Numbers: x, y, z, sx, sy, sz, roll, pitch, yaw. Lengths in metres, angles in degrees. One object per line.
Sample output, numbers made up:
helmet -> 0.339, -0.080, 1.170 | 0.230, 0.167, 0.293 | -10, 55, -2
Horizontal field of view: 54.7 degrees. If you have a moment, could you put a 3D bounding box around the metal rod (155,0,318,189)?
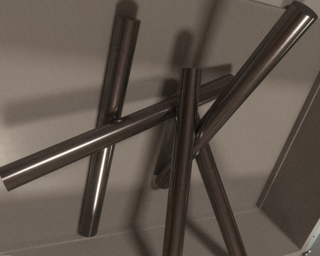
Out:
metal rod -> 0.063, -0.009, 0.362 | 0.025, 0.025, 0.298 | 1, 143, -29

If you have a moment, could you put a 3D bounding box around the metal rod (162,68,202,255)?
metal rod -> 0.023, 0.079, 0.378 | 0.025, 0.025, 0.298 | 1, 99, -29

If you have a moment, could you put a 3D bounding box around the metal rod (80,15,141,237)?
metal rod -> -0.067, 0.017, 0.383 | 0.025, 0.025, 0.298 | 0, 118, -29

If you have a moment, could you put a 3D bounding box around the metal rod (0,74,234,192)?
metal rod -> -0.027, -0.006, 0.362 | 0.302, 0.025, 0.025 | -24, 128, -25

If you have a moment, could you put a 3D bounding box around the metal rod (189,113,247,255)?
metal rod -> 0.087, 0.111, 0.442 | 0.025, 0.025, 0.298 | -23, 100, -15
